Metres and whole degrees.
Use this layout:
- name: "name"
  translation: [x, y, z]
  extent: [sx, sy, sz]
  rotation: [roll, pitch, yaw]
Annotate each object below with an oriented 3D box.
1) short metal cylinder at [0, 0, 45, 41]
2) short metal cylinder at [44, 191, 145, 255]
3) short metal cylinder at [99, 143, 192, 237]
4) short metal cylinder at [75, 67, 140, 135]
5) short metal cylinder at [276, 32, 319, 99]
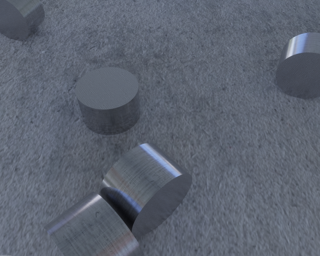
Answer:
- name: "short metal cylinder"
  translation: [-0.248, -0.199, 0.531]
  extent: [0.080, 0.080, 0.050]
  rotation: [15, 52, 11]
- name: "short metal cylinder"
  translation: [-0.059, 0.105, 0.279]
  extent: [0.050, 0.080, 0.080]
  rotation: [-36, 59, -26]
- name: "short metal cylinder"
  translation: [-0.013, 0.062, 0.315]
  extent: [0.080, 0.080, 0.050]
  rotation: [-35, 59, -26]
- name: "short metal cylinder"
  translation: [-0.068, -0.037, 0.417]
  extent: [0.081, 0.050, 0.080]
  rotation: [0, 50, 0]
- name: "short metal cylinder"
  translation: [0.213, -0.088, 0.445]
  extent: [0.080, 0.080, 0.050]
  rotation: [18, 52, 14]
